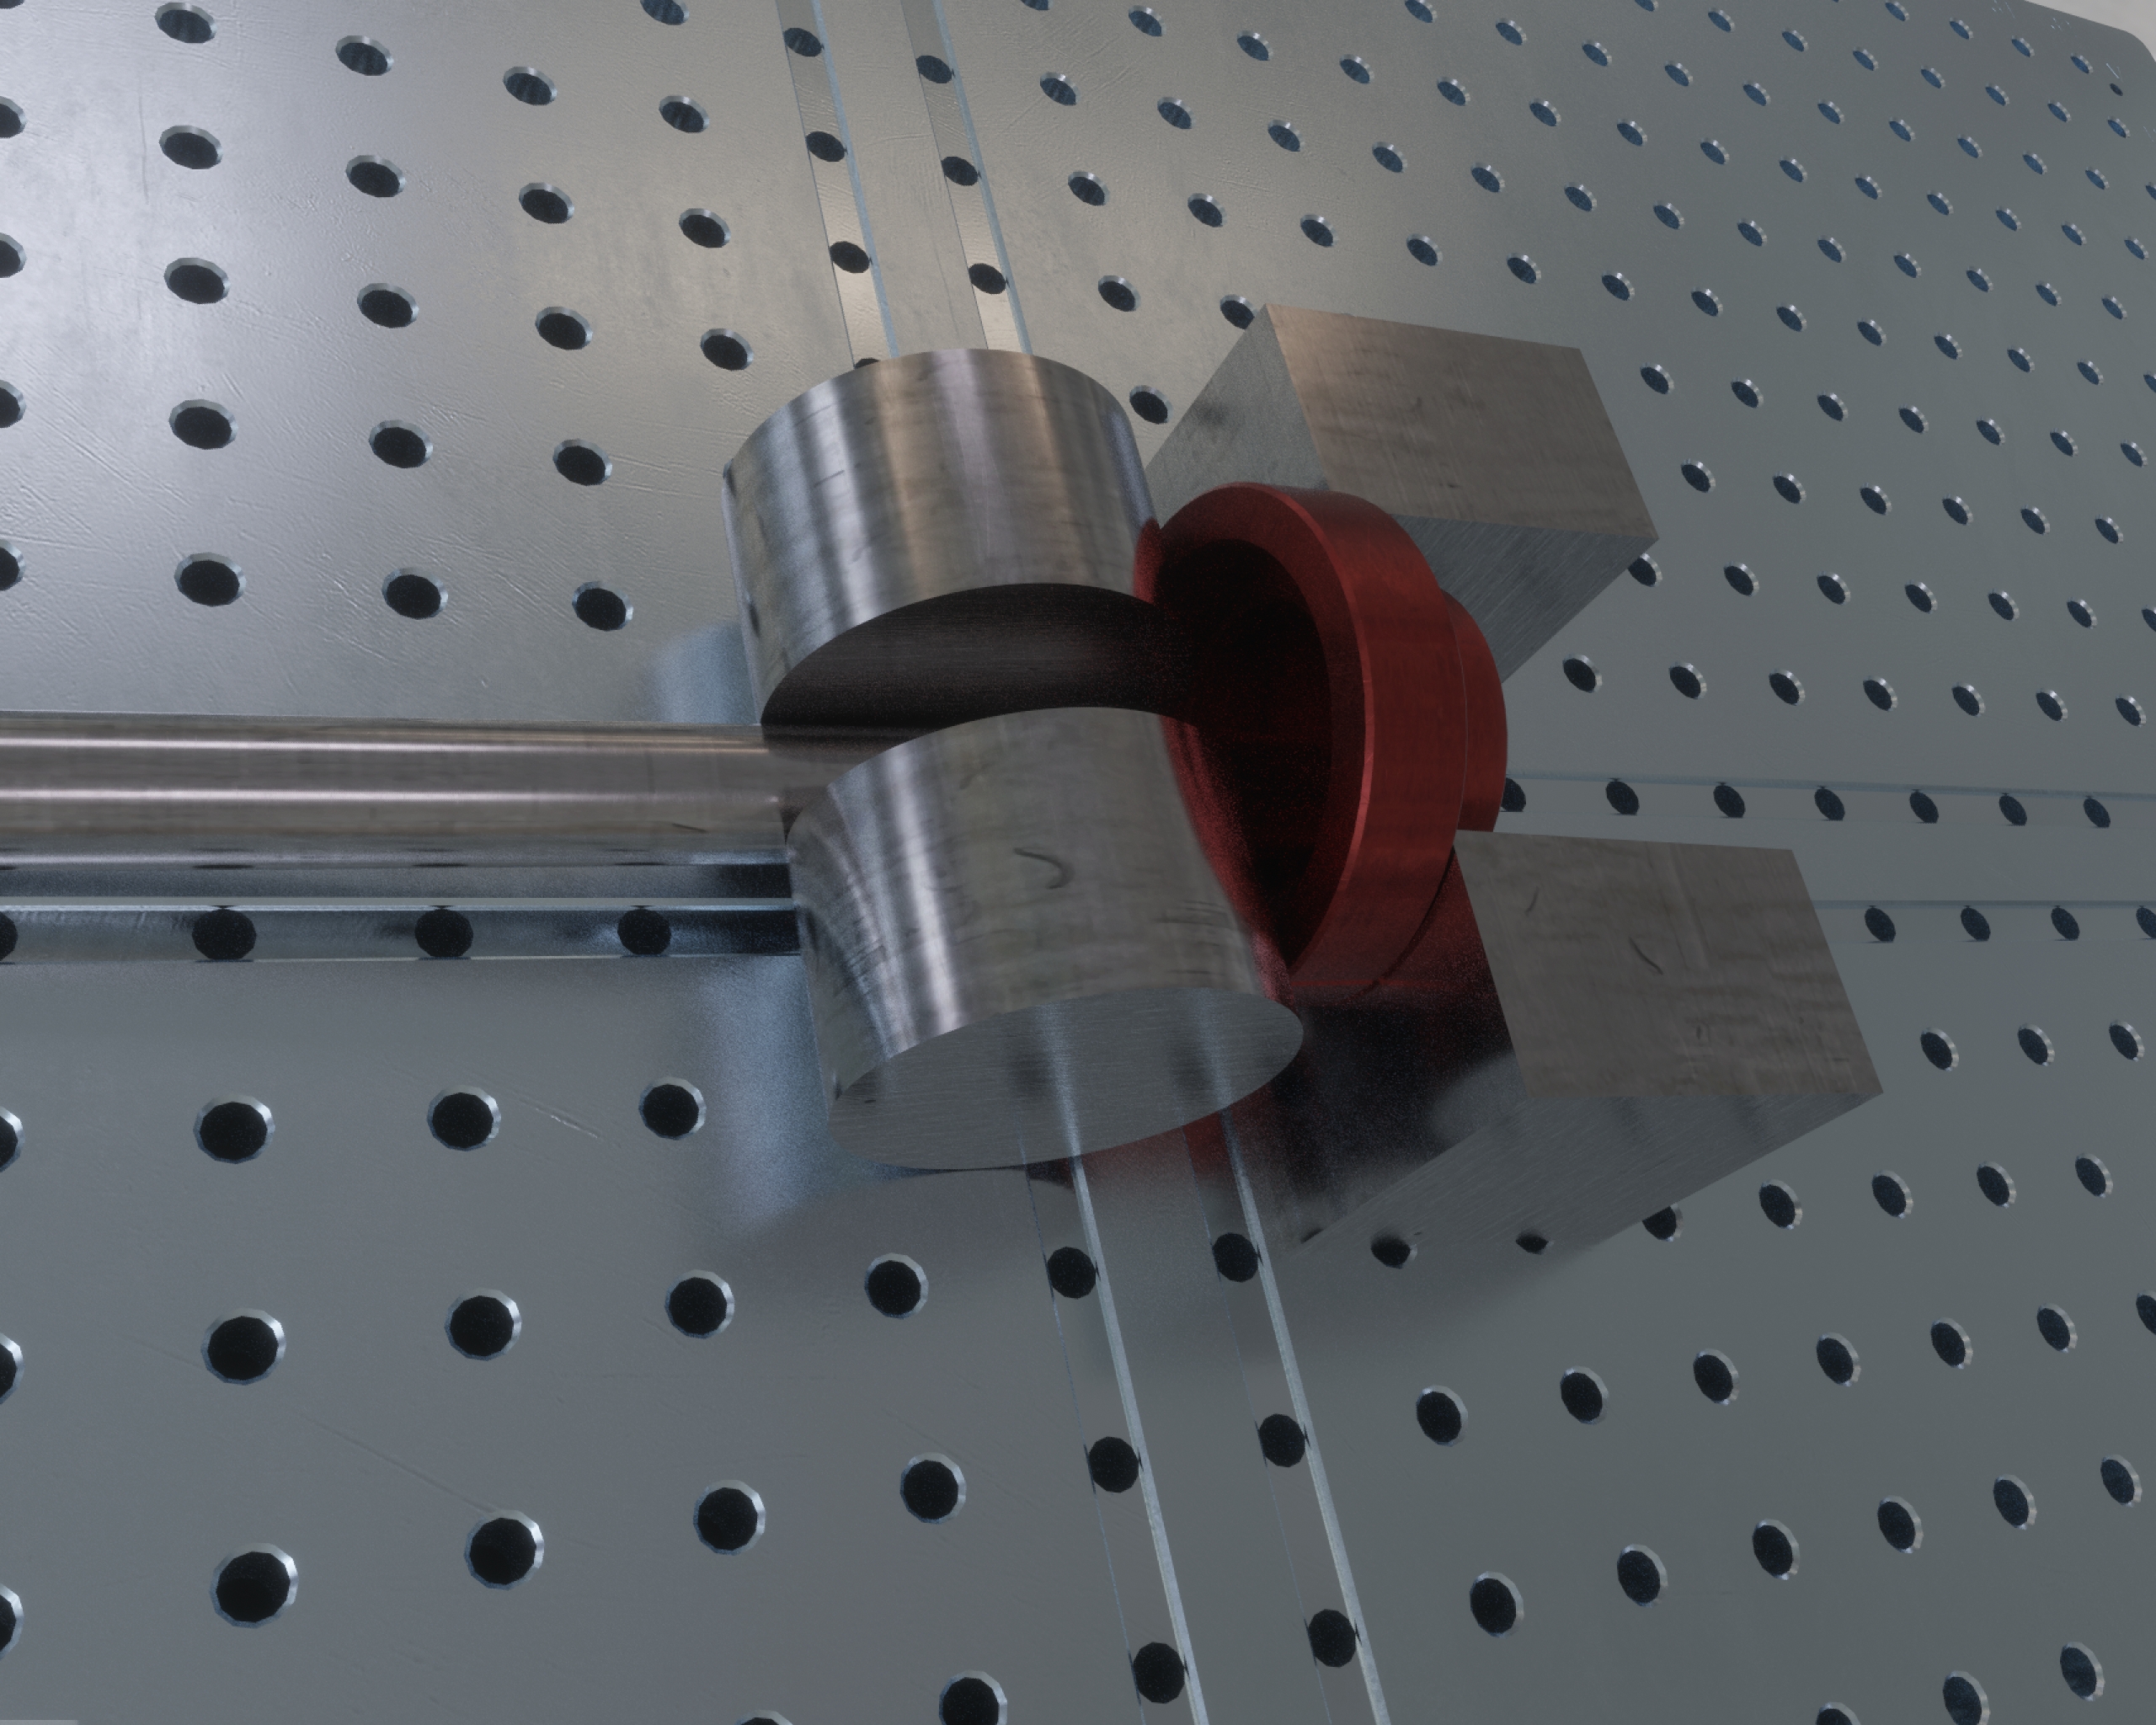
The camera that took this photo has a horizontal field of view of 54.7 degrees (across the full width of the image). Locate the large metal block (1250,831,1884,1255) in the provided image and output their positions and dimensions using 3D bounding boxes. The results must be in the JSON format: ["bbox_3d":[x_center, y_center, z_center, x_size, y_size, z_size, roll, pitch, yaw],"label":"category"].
[{"bbox_3d":[0.088,0.036,0.399,0.081,0.080,0.050,3,61,-27],"label":"large metal block"}]

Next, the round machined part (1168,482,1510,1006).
[{"bbox_3d":[0.044,-0.021,0.397,0.042,0.097,0.098,1,62,-28],"label":"round machined part"}]

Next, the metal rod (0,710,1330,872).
[{"bbox_3d":[-0.095,-0.012,0.349,0.303,0.025,0.025,-1,62,-24],"label":"metal rod"}]

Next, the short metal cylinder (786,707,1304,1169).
[{"bbox_3d":[-0.007,0.015,0.359,0.081,0.080,0.050,1,62,-28],"label":"short metal cylinder"}]

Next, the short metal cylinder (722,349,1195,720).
[{"bbox_3d":[-0.023,-0.050,0.391,0.081,0.080,0.050,1,62,-28],"label":"short metal cylinder"}]

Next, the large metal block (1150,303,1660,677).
[{"bbox_3d":[0.061,-0.069,0.449,0.081,0.080,0.050,0,62,-28],"label":"large metal block"}]
